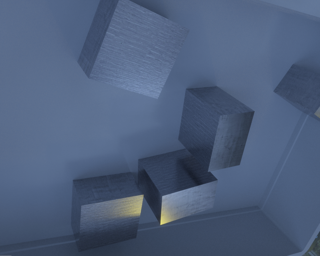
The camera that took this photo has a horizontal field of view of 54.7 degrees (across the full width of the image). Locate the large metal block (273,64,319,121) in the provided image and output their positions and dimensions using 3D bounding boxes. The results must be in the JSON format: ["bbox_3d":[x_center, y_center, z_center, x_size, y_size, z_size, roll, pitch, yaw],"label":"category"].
[{"bbox_3d":[0.238,-0.046,0.474,0.080,0.080,0.050,23,106,-37],"label":"large metal block"}]

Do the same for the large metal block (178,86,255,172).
[{"bbox_3d":[0.070,-0.002,0.410,0.050,0.080,0.079,-8,122,-24],"label":"large metal block"}]

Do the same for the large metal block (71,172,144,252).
[{"bbox_3d":[-0.074,0.112,0.421,0.081,0.050,0.079,-4,121,-26],"label":"large metal block"}]

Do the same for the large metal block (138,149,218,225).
[{"bbox_3d":[0.021,0.077,0.432,0.081,0.080,0.050,-11,123,-23],"label":"large metal block"}]

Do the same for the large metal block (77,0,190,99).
[{"bbox_3d":[-0.029,-0.085,0.324,0.081,0.050,0.080,13,112,-34],"label":"large metal block"}]
